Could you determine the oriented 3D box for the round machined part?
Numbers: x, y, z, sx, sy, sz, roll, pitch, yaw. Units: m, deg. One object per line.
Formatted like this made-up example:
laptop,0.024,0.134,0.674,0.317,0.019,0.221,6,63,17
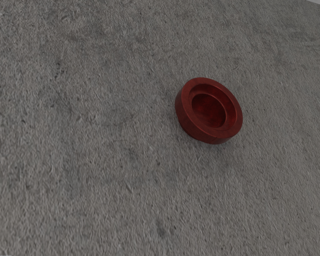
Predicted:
round machined part,0.064,-0.020,0.439,0.099,0.042,0.098,13,56,-21
